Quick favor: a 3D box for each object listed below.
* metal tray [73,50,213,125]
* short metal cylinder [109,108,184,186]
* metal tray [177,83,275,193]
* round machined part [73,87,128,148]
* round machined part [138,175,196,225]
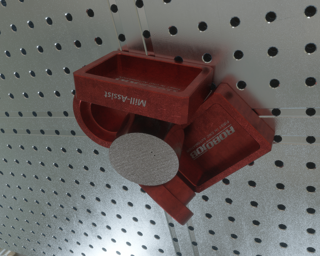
[{"bbox_3d":[-0.016,-0.050,0.345,0.130,0.090,0.030,14,124,19],"label":"metal tray"},{"bbox_3d":[-0.014,0.022,0.367,0.080,0.050,0.079,6,128,8],"label":"short metal cylinder"},{"bbox_3d":[0.061,0.018,0.385,0.090,0.030,0.129,45,129,-4],"label":"metal tray"},{"bbox_3d":[-0.064,-0.023,0.418,0.098,0.042,0.097,13,124,20],"label":"round machined part"},{"bbox_3d":[0.010,0.082,0.422,0.098,0.042,0.098,43,173,7],"label":"round machined part"}]
